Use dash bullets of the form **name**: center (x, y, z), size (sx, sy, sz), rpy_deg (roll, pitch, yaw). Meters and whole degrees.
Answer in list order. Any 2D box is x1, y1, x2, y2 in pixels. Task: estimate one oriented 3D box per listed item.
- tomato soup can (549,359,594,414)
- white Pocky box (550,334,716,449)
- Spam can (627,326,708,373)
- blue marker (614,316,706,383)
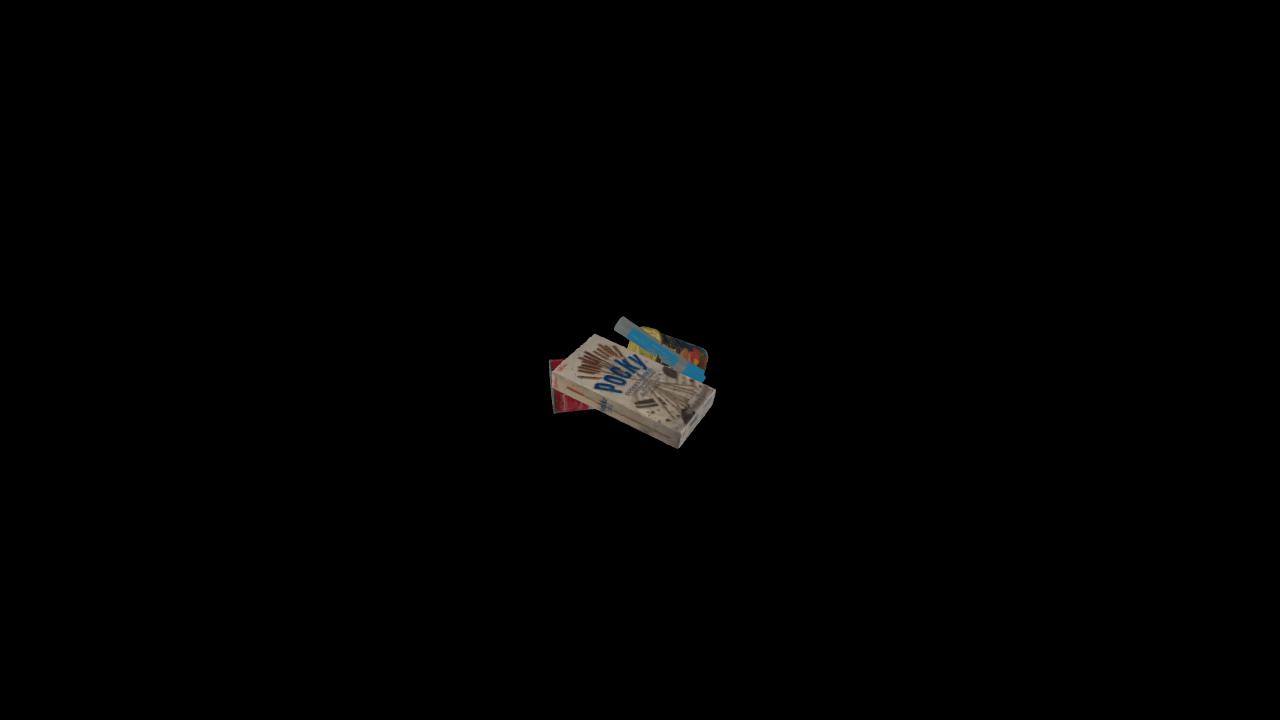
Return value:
- **tomato soup can**: center (-0.059, 0.028, 0.760), size (0.101, 0.068, 0.068), rpy_deg (-5, 1, -10)
- **white Pocky box**: center (-0.007, 0.029, 0.642), size (0.154, 0.028, 0.084), rpy_deg (24, 42, 19)
- **Spam can**: center (0.026, 0.020, 0.738), size (0.085, 0.101, 0.058), rpy_deg (18, 1, -39)
- **blue marker**: center (0.025, -0.009, 0.698), size (0.121, 0.020, 0.020), rpy_deg (33, -9, -14)
